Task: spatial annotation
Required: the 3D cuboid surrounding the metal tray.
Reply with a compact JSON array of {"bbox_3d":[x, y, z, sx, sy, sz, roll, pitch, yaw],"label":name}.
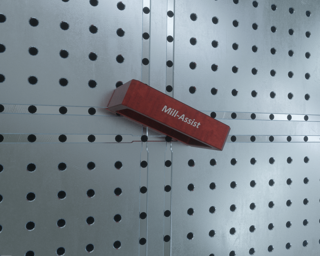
[{"bbox_3d":[0.008,-0.012,0.380,0.131,0.090,0.030,25,82,-18],"label":"metal tray"}]
